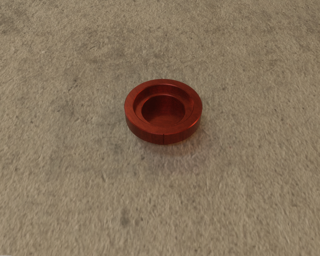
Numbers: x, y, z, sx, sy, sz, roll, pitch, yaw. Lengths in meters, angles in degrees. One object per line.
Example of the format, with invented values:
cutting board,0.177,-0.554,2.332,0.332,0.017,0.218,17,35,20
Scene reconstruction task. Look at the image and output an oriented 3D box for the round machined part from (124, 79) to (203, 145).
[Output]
round machined part,0.004,-0.017,0.406,0.099,0.042,0.098,0,50,0
